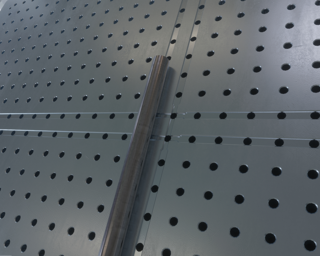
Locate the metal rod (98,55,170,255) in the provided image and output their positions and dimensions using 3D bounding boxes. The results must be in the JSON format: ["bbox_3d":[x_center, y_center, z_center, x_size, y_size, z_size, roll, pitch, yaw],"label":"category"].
[{"bbox_3d":[-0.029,0.029,0.406,0.025,0.025,0.300,-1,61,28],"label":"metal rod"}]
